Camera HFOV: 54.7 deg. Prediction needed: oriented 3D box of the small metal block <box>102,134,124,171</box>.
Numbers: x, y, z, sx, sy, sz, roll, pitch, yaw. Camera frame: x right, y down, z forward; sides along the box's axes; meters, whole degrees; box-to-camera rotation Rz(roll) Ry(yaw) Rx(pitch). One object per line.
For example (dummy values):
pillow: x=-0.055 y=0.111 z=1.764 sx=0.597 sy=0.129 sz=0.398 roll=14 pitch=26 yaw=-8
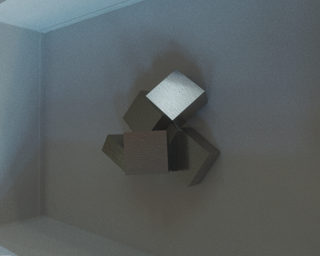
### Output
small metal block: x=-0.041 y=0.032 z=0.419 sx=0.050 sy=0.050 sz=0.025 roll=36 pitch=112 yaw=34

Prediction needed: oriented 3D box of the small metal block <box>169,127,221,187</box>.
small metal block: x=0.036 y=0.034 z=0.373 sx=0.050 sy=0.025 sz=0.050 roll=42 pitch=115 yaw=31

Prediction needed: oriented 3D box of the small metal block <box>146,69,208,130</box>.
small metal block: x=0.020 y=-0.035 z=0.372 sx=0.050 sy=0.025 sz=0.050 roll=-42 pitch=60 yaw=-6

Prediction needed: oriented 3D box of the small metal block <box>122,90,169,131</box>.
small metal block: x=-0.016 y=-0.015 z=0.415 sx=0.050 sy=0.025 sz=0.050 roll=51 pitch=120 yaw=27

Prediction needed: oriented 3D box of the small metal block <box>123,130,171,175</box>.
small metal block: x=-0.015 y=0.029 z=0.368 sx=0.050 sy=0.025 sz=0.050 roll=-3 pitch=87 yaw=7
